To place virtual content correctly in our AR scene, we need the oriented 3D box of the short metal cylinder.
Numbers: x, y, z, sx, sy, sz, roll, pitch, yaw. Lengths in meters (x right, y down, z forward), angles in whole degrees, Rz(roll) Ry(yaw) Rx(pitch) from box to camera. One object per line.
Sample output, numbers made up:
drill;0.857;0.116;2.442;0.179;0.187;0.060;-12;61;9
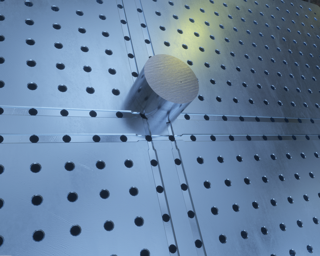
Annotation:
short metal cylinder;0.006;-0.054;0.428;0.081;0.050;0.080;13;56;-21
